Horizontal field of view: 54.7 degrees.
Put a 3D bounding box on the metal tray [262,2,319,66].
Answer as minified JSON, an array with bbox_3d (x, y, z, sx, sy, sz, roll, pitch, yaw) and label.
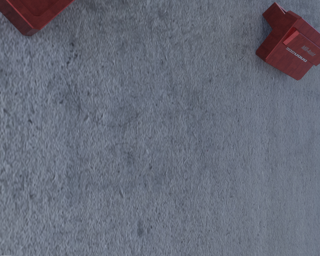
[{"bbox_3d":[0.258,-0.176,0.586,0.131,0.030,0.090,13,46,-39],"label":"metal tray"}]

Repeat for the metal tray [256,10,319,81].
[{"bbox_3d":[0.250,-0.148,0.576,0.131,0.030,0.090,13,123,-39],"label":"metal tray"}]

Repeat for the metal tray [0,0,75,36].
[{"bbox_3d":[-0.115,-0.166,0.304,0.090,0.030,0.130,50,61,-28],"label":"metal tray"}]
